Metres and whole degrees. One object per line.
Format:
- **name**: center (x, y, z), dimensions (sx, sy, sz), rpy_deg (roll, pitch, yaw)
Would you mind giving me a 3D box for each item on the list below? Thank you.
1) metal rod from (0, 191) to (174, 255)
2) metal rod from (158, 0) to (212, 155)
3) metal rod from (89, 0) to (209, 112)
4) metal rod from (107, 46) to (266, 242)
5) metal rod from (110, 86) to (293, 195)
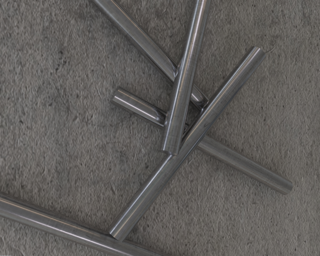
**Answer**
- **metal rod**: center (-0.078, 0.136, 0.380), dimensions (0.301, 0.025, 0.025), rpy_deg (28, 81, -18)
- **metal rod**: center (0.043, -0.112, 0.403), dimensions (0.025, 0.025, 0.299), rpy_deg (18, 76, -19)
- **metal rod**: center (-0.027, -0.116, 0.398), dimensions (0.300, 0.025, 0.025), rpy_deg (44, 76, -15)
- **metal rod**: center (0.039, 0.014, 0.396), dimensions (0.025, 0.025, 0.300), rpy_deg (41, 81, -16)
- **metal rod**: center (0.070, 0.025, 0.434), dimensions (0.301, 0.025, 0.025), rpy_deg (28, 81, -18)
